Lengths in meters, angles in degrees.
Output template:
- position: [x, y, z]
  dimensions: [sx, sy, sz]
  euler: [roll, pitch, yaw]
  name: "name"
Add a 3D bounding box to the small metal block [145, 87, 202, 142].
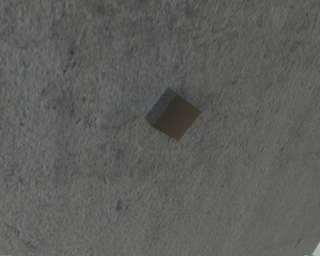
- position: [0.017, -0.017, 0.405]
  dimensions: [0.050, 0.025, 0.050]
  euler: [30, 101, -38]
  name: "small metal block"
